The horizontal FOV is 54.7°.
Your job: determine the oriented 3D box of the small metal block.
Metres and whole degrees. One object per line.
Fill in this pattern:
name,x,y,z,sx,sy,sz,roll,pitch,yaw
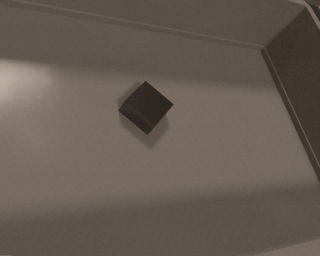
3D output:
small metal block,-0.018,-0.027,0.414,0.050,0.025,0.050,40,51,-1
